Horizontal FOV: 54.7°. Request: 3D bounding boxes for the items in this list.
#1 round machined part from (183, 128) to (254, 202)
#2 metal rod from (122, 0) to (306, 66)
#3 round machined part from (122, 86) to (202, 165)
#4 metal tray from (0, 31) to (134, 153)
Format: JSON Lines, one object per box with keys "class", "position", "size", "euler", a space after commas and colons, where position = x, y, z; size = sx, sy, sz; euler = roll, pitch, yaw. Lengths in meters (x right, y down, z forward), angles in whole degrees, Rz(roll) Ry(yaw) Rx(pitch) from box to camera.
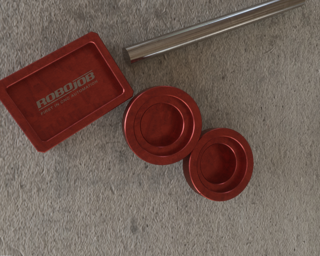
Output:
{"class": "round machined part", "position": [0.076, 0.048, 0.428], "size": [0.099, 0.042, 0.097], "euler": [0, 90, -20]}
{"class": "metal rod", "position": [0.089, -0.147, 0.441], "size": [0.302, 0.025, 0.025], "euler": [-23, 98, -19]}
{"class": "round machined part", "position": [0.000, -0.005, 0.395], "size": [0.099, 0.042, 0.097], "euler": [-2, 98, -16]}
{"class": "metal tray", "position": [-0.109, -0.043, 0.366], "size": [0.131, 0.030, 0.090], "euler": [-35, 101, -17]}
